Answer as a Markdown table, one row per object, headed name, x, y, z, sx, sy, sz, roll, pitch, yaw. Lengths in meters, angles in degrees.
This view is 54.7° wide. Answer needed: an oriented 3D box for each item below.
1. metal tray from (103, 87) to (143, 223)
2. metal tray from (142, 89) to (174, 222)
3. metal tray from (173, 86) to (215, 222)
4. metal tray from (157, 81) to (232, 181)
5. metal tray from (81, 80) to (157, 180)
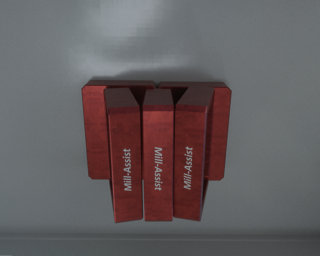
| name | x | y | z | sx | sy | sz | roll | pitch | yaw |
| --- | --- | --- | --- | --- | --- | --- | --- | --- | --- |
| metal tray | -0.042 | 0.027 | 0.349 | 0.030 | 0.090 | 0.129 | -4 | 111 | -12 |
| metal tray | -0.002 | 0.027 | 0.351 | 0.030 | 0.090 | 0.129 | 0 | 108 | 0 |
| metal tray | 0.039 | 0.025 | 0.350 | 0.030 | 0.090 | 0.129 | 5 | 111 | 13 |
| metal tray | 0.041 | 0.006 | 0.409 | 0.091 | 0.030 | 0.129 | 0 | 110 | -1 |
| metal tray | -0.050 | 0.004 | 0.407 | 0.091 | 0.030 | 0.129 | 0 | 110 | -1 |
